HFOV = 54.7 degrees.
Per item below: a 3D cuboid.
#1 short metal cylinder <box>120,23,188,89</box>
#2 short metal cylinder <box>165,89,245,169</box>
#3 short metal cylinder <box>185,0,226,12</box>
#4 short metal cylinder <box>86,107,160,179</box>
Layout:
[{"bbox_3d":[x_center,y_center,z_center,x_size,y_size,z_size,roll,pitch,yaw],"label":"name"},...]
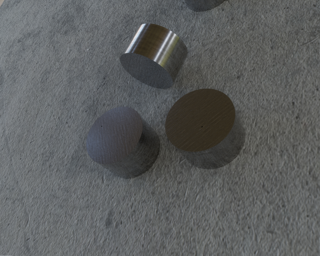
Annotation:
[{"bbox_3d":[-0.008,-0.098,0.433,0.080,0.080,0.050,15,70,34],"label":"short metal cylinder"},{"bbox_3d":[0.053,0.001,0.359,0.080,0.050,0.080,-13,56,21],"label":"short metal cylinder"},{"bbox_3d":[0.070,-0.235,0.495,0.080,0.050,0.080,-13,56,21],"label":"short metal cylinder"},{"bbox_3d":[-0.047,0.019,0.401,0.080,0.050,0.080,-13,56,21],"label":"short metal cylinder"}]
